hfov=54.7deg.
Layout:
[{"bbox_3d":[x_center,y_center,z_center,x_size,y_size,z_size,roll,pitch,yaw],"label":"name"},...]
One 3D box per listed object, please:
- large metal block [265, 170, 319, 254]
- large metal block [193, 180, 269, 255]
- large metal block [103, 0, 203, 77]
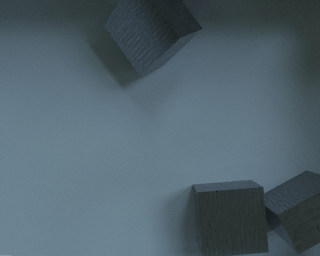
[{"bbox_3d":[0.178,0.099,0.385,0.080,0.080,0.050,-29,90,0],"label":"large metal block"},{"bbox_3d":[0.088,0.114,0.399,0.080,0.050,0.080,-5,90,0],"label":"large metal block"},{"bbox_3d":[-0.010,-0.123,0.377,0.080,0.080,0.050,54,46,-1],"label":"large metal block"}]
